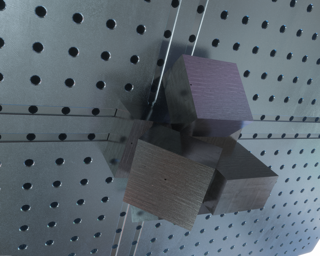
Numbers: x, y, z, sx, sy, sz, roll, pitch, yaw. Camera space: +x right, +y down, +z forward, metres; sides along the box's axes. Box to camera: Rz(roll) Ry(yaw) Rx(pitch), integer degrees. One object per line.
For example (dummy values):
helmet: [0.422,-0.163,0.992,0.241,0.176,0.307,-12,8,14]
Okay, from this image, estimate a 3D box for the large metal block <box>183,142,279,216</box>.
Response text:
large metal block: [0.085,0.060,0.393,0.081,0.080,0.050,1,118,-29]

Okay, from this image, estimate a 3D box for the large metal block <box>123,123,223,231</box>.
large metal block: [0.014,0.051,0.339,0.080,0.050,0.079,21,115,11]

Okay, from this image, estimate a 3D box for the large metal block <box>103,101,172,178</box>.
large metal block: [-0.017,0.017,0.396,0.081,0.050,0.080,7,115,-32]

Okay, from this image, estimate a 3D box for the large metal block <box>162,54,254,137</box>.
large metal block: [0.056,-0.036,0.374,0.081,0.080,0.050,2,156,-29]

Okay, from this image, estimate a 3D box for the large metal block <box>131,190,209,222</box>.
large metal block: [0.011,0.101,0.436,0.081,0.050,0.080,2,162,-29]

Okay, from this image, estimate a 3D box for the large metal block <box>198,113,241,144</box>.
large metal block: [0.057,0.021,0.438,0.081,0.050,0.079,3,117,-30]
